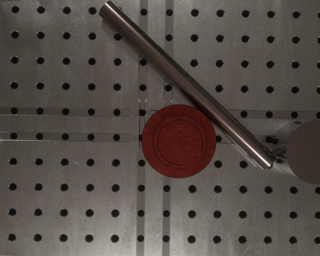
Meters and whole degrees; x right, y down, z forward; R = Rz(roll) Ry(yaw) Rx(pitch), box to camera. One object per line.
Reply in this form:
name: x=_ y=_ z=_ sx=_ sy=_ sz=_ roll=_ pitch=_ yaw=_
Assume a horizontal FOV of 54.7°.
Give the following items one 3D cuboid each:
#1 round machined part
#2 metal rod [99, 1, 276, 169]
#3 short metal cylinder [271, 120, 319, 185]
round machined part: x=0.025 y=0.018 z=0.405 sx=0.099 sy=0.042 sz=0.097 roll=0 pitch=90 yaw=-1
metal rod: x=0.037 y=-0.056 z=0.413 sx=0.300 sy=0.025 sz=0.025 roll=43 pitch=90 yaw=-1
short metal cylinder: x=0.194 y=0.030 z=0.404 sx=0.081 sy=0.050 sz=0.079 roll=0 pitch=90 yaw=0
